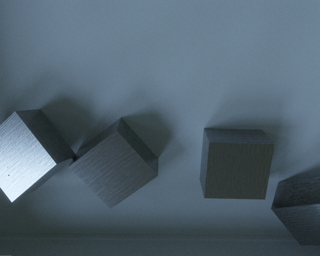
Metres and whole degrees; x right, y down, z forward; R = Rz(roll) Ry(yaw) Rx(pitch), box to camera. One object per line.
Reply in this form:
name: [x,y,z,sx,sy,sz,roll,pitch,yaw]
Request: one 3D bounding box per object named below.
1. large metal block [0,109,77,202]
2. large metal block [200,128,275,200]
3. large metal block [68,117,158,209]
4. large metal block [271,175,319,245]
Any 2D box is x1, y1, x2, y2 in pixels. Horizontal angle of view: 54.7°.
large metal block: [-0.171,0.033,0.397,0.080,0.050,0.080,-39,87,13]
large metal block: [0.099,0.047,0.416,0.081,0.050,0.079,1,110,-1]
large metal block: [-0.059,0.046,0.414,0.080,0.050,0.080,-37,106,12]
large metal block: [0.214,0.113,0.422,0.080,0.050,0.080,-24,113,46]
